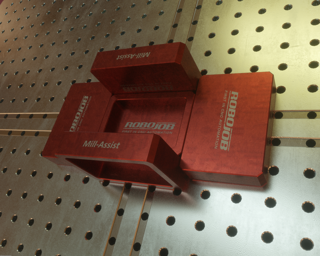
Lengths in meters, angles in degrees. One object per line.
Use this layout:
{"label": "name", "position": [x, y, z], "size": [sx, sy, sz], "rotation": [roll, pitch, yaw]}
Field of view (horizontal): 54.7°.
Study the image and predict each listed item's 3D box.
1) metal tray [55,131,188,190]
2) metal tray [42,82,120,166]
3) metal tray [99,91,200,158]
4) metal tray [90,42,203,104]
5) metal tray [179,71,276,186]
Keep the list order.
{"label": "metal tray", "position": [-0.044, 0.038, 0.363], "size": [0.130, 0.090, 0.030], "rotation": [1, 63, 28]}
{"label": "metal tray", "position": [-0.113, -0.008, 0.467], "size": [0.090, 0.030, 0.130], "rotation": [1, 62, 28]}
{"label": "metal tray", "position": [-0.017, -0.001, 0.410], "size": [0.130, 0.030, 0.090], "rotation": [1, 62, 28]}
{"label": "metal tray", "position": [-0.014, -0.067, 0.414], "size": [0.130, 0.090, 0.030], "rotation": [1, 63, 28]}
{"label": "metal tray", "position": [0.081, -0.003, 0.361], "size": [0.090, 0.030, 0.130], "rotation": [2, 62, 27]}
